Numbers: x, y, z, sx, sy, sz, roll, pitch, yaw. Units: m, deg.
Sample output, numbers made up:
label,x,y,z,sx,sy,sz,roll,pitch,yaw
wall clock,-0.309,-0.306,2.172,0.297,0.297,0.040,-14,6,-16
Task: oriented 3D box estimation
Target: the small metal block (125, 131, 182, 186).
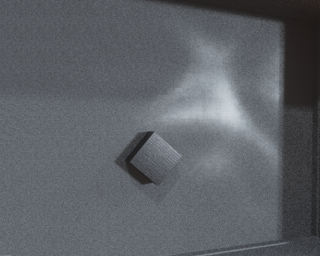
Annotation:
label,x,y,z,sx,sy,sz,roll,pitch,yaw
small metal block,-0.009,0.040,0.408,0.050,0.025,0.050,42,76,-16
